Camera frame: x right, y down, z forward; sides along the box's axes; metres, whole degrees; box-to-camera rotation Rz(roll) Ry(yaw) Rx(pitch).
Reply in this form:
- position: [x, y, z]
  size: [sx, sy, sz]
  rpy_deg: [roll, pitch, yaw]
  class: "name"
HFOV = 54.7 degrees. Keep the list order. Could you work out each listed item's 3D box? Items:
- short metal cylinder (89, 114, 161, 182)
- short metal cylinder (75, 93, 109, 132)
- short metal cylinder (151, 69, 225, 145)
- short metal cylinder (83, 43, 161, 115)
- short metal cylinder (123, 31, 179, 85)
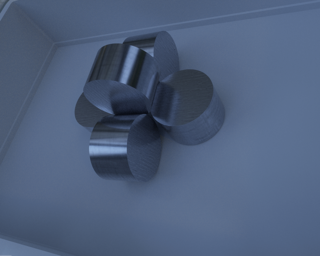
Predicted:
- position: [-0.039, 0.024, 0.374]
  size: [0.050, 0.080, 0.080]
  rpy_deg: [-1, 61, 27]
  class: "short metal cylinder"
- position: [-0.072, -0.024, 0.440]
  size: [0.080, 0.050, 0.080]
  rpy_deg: [-13, 56, 21]
  class: "short metal cylinder"
- position: [0.034, -0.025, 0.384]
  size: [0.080, 0.050, 0.080]
  rpy_deg: [-13, 56, 21]
  class: "short metal cylinder"
- position: [-0.044, -0.054, 0.367]
  size: [0.080, 0.080, 0.050]
  rpy_deg: [-1, 61, 28]
  class: "short metal cylinder"
- position: [-0.012, -0.090, 0.429]
  size: [0.050, 0.080, 0.080]
  rpy_deg: [-1, 61, 27]
  class: "short metal cylinder"
